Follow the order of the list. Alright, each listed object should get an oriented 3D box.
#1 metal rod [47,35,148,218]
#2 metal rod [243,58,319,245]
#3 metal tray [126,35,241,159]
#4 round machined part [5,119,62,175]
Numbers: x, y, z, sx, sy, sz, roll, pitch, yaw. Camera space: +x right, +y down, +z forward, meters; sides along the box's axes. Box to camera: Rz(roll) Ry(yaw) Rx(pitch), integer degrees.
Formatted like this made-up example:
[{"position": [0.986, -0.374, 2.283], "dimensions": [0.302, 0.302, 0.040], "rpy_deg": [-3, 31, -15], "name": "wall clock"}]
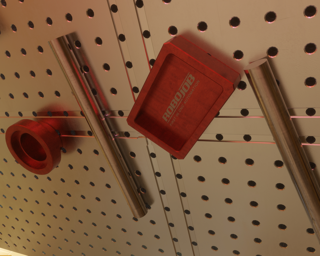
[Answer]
[{"position": [-0.084, 0.011, 0.460], "dimensions": [0.025, 0.025, 0.299], "rpy_deg": [-9, 115, 31], "name": "metal rod"}, {"position": [0.167, 0.060, 0.360], "dimensions": [0.025, 0.025, 0.299], "rpy_deg": [-17, 110, 34], "name": "metal rod"}, {"position": [0.023, -0.032, 0.374], "dimensions": [0.090, 0.030, 0.129], "rpy_deg": [35, 129, 5], "name": "metal tray"}, {"position": [-0.207, 0.027, 0.523], "dimensions": [0.098, 0.042, 0.097], "rpy_deg": [13, 124, 20], "name": "round machined part"}]
